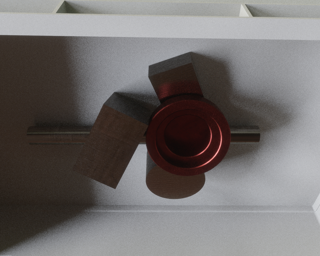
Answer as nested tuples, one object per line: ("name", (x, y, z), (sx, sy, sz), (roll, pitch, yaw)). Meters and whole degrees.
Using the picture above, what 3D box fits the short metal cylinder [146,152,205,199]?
("short metal cylinder", (0.021, 0.056, 0.437), (0.081, 0.050, 0.079), (0, 130, 0))

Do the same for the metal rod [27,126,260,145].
("metal rod", (-0.021, 0.009, 0.413), (0.302, 0.025, 0.025), (0, 130, -1))

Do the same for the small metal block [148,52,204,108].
("small metal block", (0.019, -0.054, 0.362), (0.050, 0.025, 0.050), (-16, 129, 13))

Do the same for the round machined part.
("round machined part", (0.033, 0.006, 0.377), (0.099, 0.042, 0.097), (0, 113, 0))

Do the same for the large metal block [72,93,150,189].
("large metal block", (-0.053, 0.011, 0.360), (0.050, 0.080, 0.080), (26, 103, -7))
